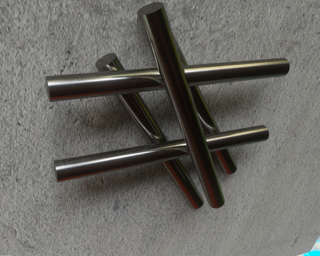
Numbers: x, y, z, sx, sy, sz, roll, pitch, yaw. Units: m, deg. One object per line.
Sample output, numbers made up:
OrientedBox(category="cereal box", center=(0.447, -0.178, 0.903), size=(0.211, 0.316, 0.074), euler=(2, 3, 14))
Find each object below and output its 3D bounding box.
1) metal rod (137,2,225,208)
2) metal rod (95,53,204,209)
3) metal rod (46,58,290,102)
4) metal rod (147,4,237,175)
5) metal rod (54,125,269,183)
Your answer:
OrientedBox(category="metal rod", center=(0.038, 0.001, 0.367), size=(0.025, 0.025, 0.299), euler=(-31, 129, -9))
OrientedBox(category="metal rod", center=(0.002, 0.026, 0.426), size=(0.025, 0.025, 0.299), euler=(-35, 129, -5))
OrientedBox(category="metal rod", center=(0.029, -0.060, 0.357), size=(0.303, 0.025, 0.025), euler=(-9, 123, -24))
OrientedBox(category="metal rod", center=(0.052, -0.029, 0.420), size=(0.025, 0.025, 0.299), euler=(-37, 130, -4))
OrientedBox(category="metal rod", center=(0.020, 0.028, 0.406), size=(0.303, 0.025, 0.025), euler=(-9, 122, -24))
